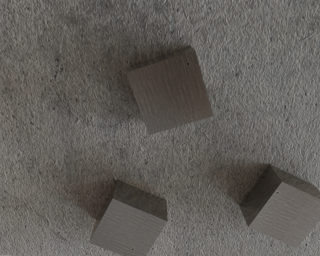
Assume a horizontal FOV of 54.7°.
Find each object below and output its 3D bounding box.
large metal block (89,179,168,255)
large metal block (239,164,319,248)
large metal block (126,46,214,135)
[{"bbox_3d":[-0.044,0.133,0.445,0.080,0.050,0.080,26,108,-9],"label":"large metal block"},{"bbox_3d":[0.174,0.110,0.438,0.080,0.050,0.080,25,108,-9],"label":"large metal block"},{"bbox_3d":[0.013,-0.047,0.379,0.080,0.050,0.080,-17,109,6],"label":"large metal block"}]
